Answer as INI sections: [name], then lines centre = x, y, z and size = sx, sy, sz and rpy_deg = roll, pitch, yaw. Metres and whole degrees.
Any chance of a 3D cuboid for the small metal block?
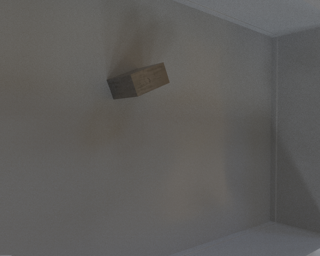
[small metal block]
centre = -0.026, -0.055, 0.367
size = 0.050, 0.050, 0.025
rpy_deg = -29, 108, -36
